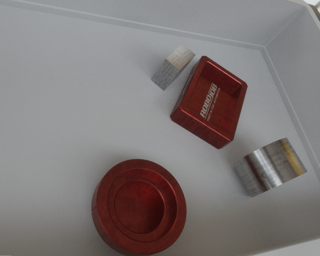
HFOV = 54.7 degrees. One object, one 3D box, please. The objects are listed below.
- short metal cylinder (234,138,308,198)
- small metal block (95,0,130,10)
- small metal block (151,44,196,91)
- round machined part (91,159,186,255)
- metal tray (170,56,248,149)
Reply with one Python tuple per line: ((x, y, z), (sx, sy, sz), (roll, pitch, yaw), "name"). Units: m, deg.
((0.148, 0.054, 0.419), (0.081, 0.080, 0.050), (-13, 69, -34), "short metal cylinder")
((-0.071, -0.221, 0.490), (0.050, 0.050, 0.025), (5, 60, -26), "small metal block")
((0.019, -0.089, 0.456), (0.025, 0.050, 0.050), (42, 51, 0), "small metal block")
((-0.025, 0.086, 0.330), (0.099, 0.042, 0.098), (14, 56, -21), "round machined part")
((0.079, -0.042, 0.472), (0.090, 0.030, 0.130), (32, 51, -8), "metal tray")
